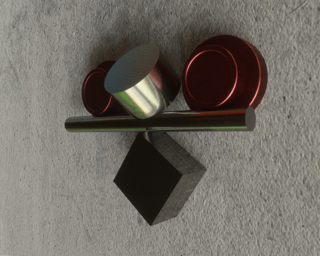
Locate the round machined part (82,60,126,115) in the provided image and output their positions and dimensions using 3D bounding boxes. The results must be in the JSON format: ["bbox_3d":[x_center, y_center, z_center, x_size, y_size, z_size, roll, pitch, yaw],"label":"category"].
[{"bbox_3d":[-0.079,-0.052,0.459,0.098,0.042,0.097,0,90,40],"label":"round machined part"}]

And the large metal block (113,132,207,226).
[{"bbox_3d":[-0.002,0.060,0.389,0.080,0.050,0.080,43,116,31],"label":"large metal block"}]

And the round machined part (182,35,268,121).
[{"bbox_3d":[0.063,-0.054,0.343,0.098,0.042,0.097,0,90,40],"label":"round machined part"}]

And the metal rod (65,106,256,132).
[{"bbox_3d":[-0.026,-0.007,0.400,0.300,0.025,0.025,-1,90,40],"label":"metal rod"}]

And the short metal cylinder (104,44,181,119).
[{"bbox_3d":[-0.021,-0.058,0.384,0.080,0.050,0.080,-23,42,23],"label":"short metal cylinder"}]
